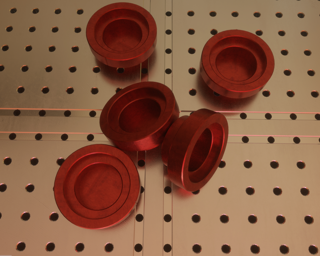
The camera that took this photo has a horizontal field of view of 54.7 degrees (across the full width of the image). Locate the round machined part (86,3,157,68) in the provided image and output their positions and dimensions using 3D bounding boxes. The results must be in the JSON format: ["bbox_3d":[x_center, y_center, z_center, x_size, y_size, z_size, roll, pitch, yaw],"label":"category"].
[{"bbox_3d":[-0.054,-0.129,0.449,0.099,0.042,0.098,0,70,-1],"label":"round machined part"}]

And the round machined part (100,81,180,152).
[{"bbox_3d":[-0.022,-0.010,0.393,0.098,0.042,0.098,-11,49,13],"label":"round machined part"}]

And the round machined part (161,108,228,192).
[{"bbox_3d":[0.039,0.023,0.371,0.042,0.098,0.098,23,70,34],"label":"round machined part"}]

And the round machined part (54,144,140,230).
[{"bbox_3d":[-0.072,0.072,0.375,0.099,0.042,0.098,0,72,0],"label":"round machined part"}]

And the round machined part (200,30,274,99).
[{"bbox_3d":[0.105,-0.085,0.435,0.099,0.042,0.098,0,70,-1],"label":"round machined part"}]
